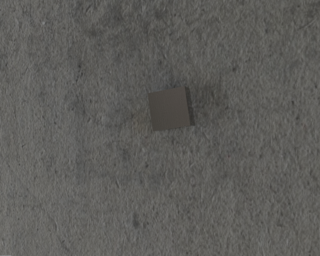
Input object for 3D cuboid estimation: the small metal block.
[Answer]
[{"bbox_3d":[0.015,-0.024,0.404,0.050,0.025,0.050,-9,87,19],"label":"small metal block"}]
